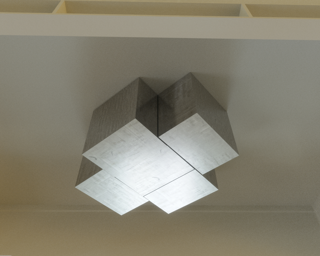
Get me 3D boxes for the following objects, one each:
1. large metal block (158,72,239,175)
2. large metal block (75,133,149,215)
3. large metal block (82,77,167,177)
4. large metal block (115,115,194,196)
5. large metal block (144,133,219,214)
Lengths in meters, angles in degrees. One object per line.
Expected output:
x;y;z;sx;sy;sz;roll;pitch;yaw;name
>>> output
0.043;-0.006;0.368;0.050;0.080;0.080;-33;123;25;large metal block
-0.060;0.057;0.420;0.050;0.080;0.080;-33;123;25;large metal block
-0.040;-0.001;0.369;0.080;0.080;0.050;-32;123;24;large metal block
-0.007;0.027;0.395;0.080;0.080;0.050;-32;123;24;large metal block
0.026;0.056;0.421;0.080;0.080;0.050;-32;123;24;large metal block
